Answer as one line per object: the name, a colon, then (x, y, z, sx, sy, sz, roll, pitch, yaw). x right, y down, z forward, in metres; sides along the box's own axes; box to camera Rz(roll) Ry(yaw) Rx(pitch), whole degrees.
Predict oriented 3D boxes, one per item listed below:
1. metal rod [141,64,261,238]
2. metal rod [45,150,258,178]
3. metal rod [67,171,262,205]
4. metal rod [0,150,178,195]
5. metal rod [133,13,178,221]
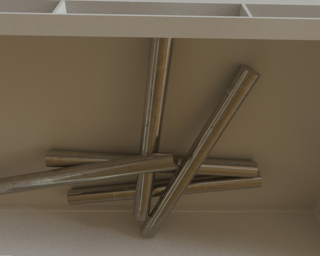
metal rod: (0.043, 0.050, 0.424, 0.025, 0.025, 0.298, 19, 120, -16)
metal rod: (-0.009, 0.052, 0.452, 0.302, 0.025, 0.025, 3, 130, -4)
metal rod: (0.004, 0.095, 0.488, 0.302, 0.025, 0.025, -6, 130, 5)
metal rod: (-0.123, 0.066, 0.428, 0.301, 0.025, 0.025, -11, 130, 15)
metal rod: (-0.012, 0.011, 0.393, 0.025, 0.025, 0.298, 5, 124, -5)
